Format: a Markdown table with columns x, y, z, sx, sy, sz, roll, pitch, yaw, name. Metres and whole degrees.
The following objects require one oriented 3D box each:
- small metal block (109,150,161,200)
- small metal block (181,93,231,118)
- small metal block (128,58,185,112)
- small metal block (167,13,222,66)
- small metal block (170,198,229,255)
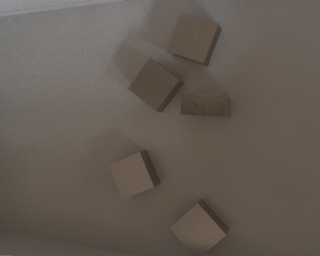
| x | y | z | sx | sy | sz | roll | pitch | yaw | name |
| --- | --- | --- | --- | --- | --- | --- | --- | --- | --- |
| -0.034 | 0.063 | 0.422 | 0.050 | 0.025 | 0.050 | -25 | 82 | 18 | small metal block |
| 0.057 | -0.027 | 0.377 | 0.050 | 0.050 | 0.025 | 4 | 92 | 19 | small metal block |
| -0.005 | -0.056 | 0.411 | 0.050 | 0.025 | 0.050 | 40 | 102 | 15 | small metal block |
| 0.044 | -0.112 | 0.394 | 0.050 | 0.025 | 0.050 | 22 | 97 | 18 | small metal block |
| 0.050 | 0.127 | 0.392 | 0.050 | 0.025 | 0.050 | -46 | 76 | 14 | small metal block |
